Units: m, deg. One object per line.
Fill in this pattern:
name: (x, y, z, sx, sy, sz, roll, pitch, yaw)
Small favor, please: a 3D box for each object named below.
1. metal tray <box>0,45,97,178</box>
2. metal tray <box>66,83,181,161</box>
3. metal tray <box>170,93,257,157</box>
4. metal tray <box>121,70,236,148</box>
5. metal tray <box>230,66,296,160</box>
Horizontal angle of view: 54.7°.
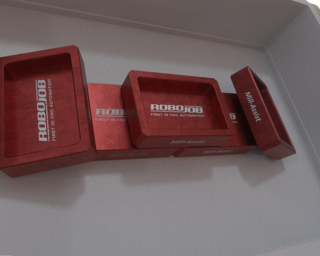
metal tray: (-0.121, -0.021, 0.325, 0.091, 0.030, 0.130, -11, 65, -5)
metal tray: (-0.046, -0.008, 0.382, 0.131, 0.030, 0.090, 0, 62, -28)
metal tray: (0.070, -0.007, 0.443, 0.131, 0.030, 0.090, 0, 62, -28)
metal tray: (0.024, -0.023, 0.388, 0.131, 0.030, 0.090, 0, 61, -28)
metal tray: (0.158, -0.021, 0.473, 0.090, 0.030, 0.130, 21, 48, -52)
